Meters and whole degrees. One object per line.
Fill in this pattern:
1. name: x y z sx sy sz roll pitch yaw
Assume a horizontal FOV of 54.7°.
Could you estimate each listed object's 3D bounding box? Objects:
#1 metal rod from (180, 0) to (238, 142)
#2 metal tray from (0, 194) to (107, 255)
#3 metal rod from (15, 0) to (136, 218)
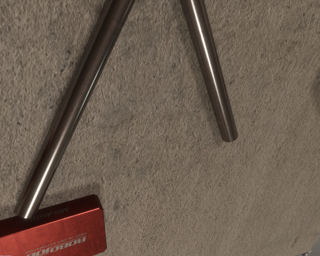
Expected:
1. metal rod: 0.058 -0.093 0.382 0.025 0.025 0.299 -32 129 -8
2. metal tray: -0.142 0.149 0.419 0.131 0.030 0.089 -12 124 -22
3. metal rod: -0.096 -0.024 0.340 0.025 0.025 0.298 17 109 -36
